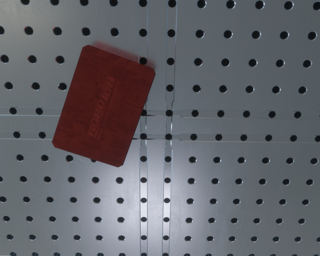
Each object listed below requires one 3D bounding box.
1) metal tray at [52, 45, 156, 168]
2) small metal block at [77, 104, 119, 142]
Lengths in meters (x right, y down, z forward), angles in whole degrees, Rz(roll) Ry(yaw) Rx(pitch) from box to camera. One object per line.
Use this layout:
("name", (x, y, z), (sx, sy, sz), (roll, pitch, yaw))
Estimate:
("metal tray", (-0.069, -0.026, 0.386), (0.091, 0.030, 0.129), (19, 97, -7))
("small metal block", (-0.082, -0.008, 0.410), (0.050, 0.025, 0.050), (8, 110, -3))
